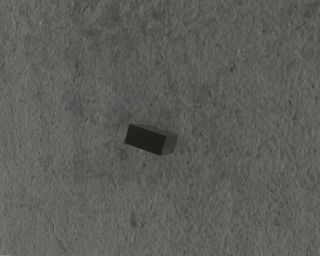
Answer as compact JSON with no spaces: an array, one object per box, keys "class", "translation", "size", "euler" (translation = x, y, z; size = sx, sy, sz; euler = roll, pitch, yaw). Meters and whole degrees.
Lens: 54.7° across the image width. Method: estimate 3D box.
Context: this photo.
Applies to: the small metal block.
[{"class":"small metal block","translation":[-0.010,0.014,0.398],"size":[0.050,0.050,0.025],"euler":[18,96,19]}]
